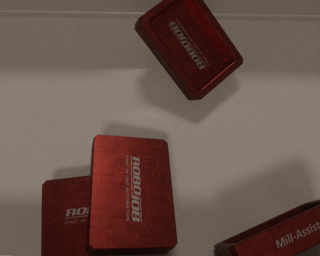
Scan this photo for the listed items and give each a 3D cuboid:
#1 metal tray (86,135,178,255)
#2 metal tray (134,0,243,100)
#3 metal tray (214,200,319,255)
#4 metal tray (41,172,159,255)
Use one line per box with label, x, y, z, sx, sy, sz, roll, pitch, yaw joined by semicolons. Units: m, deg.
metal tray;-0.033;0.073;0.352;0.091;0.030;0.130;5;56;-15
metal tray;0.040;-0.113;0.418;0.090;0.030;0.130;-41;102;-12
metal tray;0.130;0.115;0.334;0.131;0.090;0.030;-21;72;-8
metal tray;-0.070;0.102;0.369;0.131;0.030;0.090;-6;70;-3
